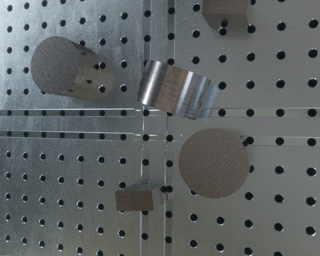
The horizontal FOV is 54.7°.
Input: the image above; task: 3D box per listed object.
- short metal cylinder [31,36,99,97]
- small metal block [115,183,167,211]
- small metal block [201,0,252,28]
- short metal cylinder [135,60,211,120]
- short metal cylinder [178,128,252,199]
[{"bbox_3d":[-0.136,-0.086,0.447,0.080,0.050,0.079,0,90,20],"label":"short metal cylinder"},{"bbox_3d":[-0.024,0.090,0.408,0.050,0.050,0.025,-6,88,20],"label":"small metal block"},{"bbox_3d":[0.081,-0.140,0.371,0.050,0.050,0.025,8,93,20],"label":"small metal block"},{"bbox_3d":[0.015,-0.046,0.378,0.080,0.080,0.050,21,97,18],"label":"short metal cylinder"},{"bbox_3d":[0.068,0.040,0.375,0.080,0.050,0.079,0,90,20],"label":"short metal cylinder"}]
